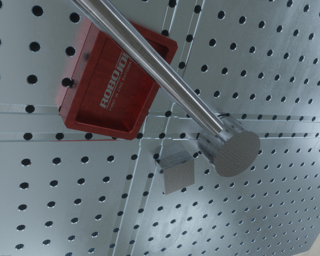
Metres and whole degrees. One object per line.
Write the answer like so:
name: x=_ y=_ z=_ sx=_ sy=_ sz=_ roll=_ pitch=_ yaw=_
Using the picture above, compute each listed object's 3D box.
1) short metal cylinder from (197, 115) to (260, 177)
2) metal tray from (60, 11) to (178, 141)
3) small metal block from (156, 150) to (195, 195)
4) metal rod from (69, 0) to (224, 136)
short metal cylinder: x=0.104 y=0.028 z=0.471 sx=0.081 sy=0.050 sz=0.079 roll=-14 pitch=125 yaw=-21
metal tray: x=-0.047 y=-0.054 z=0.349 sx=0.091 sy=0.030 sz=0.129 roll=13 pitch=111 yaw=-34
small metal block: x=0.024 y=0.067 z=0.468 sx=0.050 sy=0.025 sz=0.050 roll=-18 pitch=126 yaw=-19
metal rod: x=-0.016 y=-0.074 z=0.317 sx=0.025 sy=0.025 sz=0.301 roll=-47 pitch=130 yaw=4
